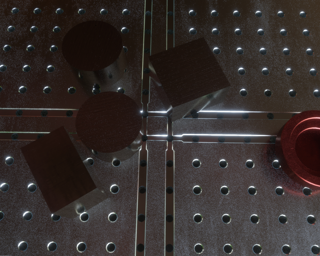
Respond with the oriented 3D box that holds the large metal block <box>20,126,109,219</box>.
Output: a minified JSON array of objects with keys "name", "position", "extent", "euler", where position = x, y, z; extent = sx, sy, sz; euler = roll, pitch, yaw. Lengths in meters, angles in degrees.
[{"name":"large metal block","position":[-0.107,0.055,0.362],"extent":[0.050,0.080,0.080],"euler":[-30,73,-10]}]

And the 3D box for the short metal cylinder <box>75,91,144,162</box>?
[{"name":"short metal cylinder","position":[-0.062,0.000,0.398],"extent":[0.081,0.050,0.080],"euler":[0,70,0]}]

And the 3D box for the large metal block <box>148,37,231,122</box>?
[{"name":"large metal block","position":[0.037,-0.065,0.422],"extent":[0.080,0.050,0.080],"euler":[-22,72,-8]}]

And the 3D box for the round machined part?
[{"name":"round machined part","position":[0.195,0.030,0.393],"extent":[0.099,0.042,0.098],"euler":[0,70,0]}]

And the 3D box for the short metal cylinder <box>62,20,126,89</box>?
[{"name":"short metal cylinder","position":[-0.090,-0.102,0.435],"extent":[0.081,0.050,0.080],"euler":[0,70,0]}]
